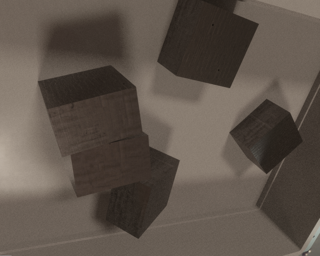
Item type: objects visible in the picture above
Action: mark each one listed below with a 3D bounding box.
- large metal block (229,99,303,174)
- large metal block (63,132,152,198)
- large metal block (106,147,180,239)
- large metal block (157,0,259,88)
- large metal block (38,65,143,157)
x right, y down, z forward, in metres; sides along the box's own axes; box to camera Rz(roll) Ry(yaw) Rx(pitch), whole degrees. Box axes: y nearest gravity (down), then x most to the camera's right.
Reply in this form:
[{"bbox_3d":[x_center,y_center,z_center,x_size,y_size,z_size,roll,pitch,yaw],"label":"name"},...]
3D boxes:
[{"bbox_3d":[0.172,0.015,0.498,0.080,0.050,0.080,-43,130,1],"label":"large metal block"},{"bbox_3d":[-0.064,0.029,0.351,0.081,0.080,0.050,-11,109,-23],"label":"large metal block"},{"bbox_3d":[-0.022,0.081,0.408,0.080,0.050,0.079,-34,143,-57],"label":"large metal block"},{"bbox_3d":[0.054,-0.099,0.363,0.081,0.050,0.079,7,115,-32],"label":"large metal block"},{"bbox_3d":[-0.073,-0.022,0.318,0.081,0.080,0.050,-17,121,-19],"label":"large metal block"}]
